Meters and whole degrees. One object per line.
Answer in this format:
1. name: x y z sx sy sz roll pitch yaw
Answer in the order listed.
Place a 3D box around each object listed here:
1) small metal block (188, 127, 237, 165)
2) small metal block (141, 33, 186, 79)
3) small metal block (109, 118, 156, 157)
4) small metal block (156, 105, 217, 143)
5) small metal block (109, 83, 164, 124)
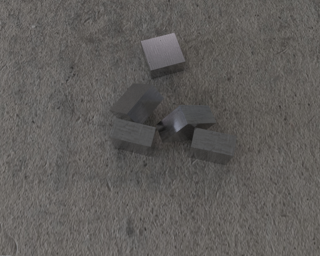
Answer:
1. small metal block: 0.063 0.024 0.386 0.050 0.050 0.025 12 71 4
2. small metal block: 0.004 -0.104 0.446 0.050 0.025 0.050 -16 71 -6
3. small metal block: -0.032 0.013 0.390 0.050 0.050 0.025 13 71 5
4. small metal block: 0.032 -0.005 0.386 0.050 0.050 0.025 -3 64 -41
5. small metal block: -0.031 -0.031 0.404 0.050 0.050 0.025 -51 121 -16
